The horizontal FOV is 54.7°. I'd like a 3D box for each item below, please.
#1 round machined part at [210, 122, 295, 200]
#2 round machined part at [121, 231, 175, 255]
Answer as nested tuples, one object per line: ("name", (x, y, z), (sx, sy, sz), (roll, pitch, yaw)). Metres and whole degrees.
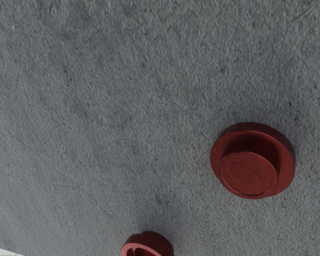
("round machined part", (0.106, 0.045, 0.368), (0.098, 0.042, 0.097), (13, 124, 21))
("round machined part", (-0.015, 0.220, 0.540), (0.098, 0.042, 0.097), (13, 124, 21))
